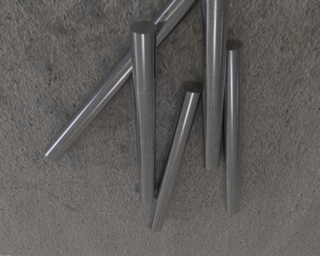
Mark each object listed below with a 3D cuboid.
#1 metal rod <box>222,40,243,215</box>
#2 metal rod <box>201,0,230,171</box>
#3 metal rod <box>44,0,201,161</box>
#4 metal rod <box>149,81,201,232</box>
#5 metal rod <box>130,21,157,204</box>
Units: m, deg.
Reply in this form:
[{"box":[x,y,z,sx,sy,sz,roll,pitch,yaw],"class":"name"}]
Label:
[{"box":[0.099,0.023,0.427,0.025,0.025,0.298,-7,130,6],"class":"metal rod"},{"box":[0.060,-0.051,0.346,0.025,0.025,0.298,-5,136,4],"class":"metal rod"},{"box":[-0.055,-0.052,0.361,0.025,0.025,0.299,32,123,-25],"class":"metal rod"},{"box":[0.016,0.064,0.461,0.025,0.025,0.298,7,130,-6],"class":"metal rod"},{"box":[-0.018,0.010,0.395,0.025,0.025,0.298,1,136,-1],"class":"metal rod"}]
